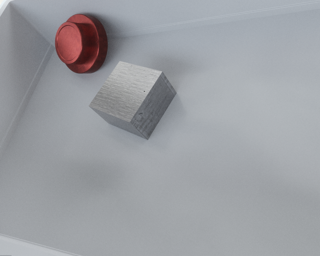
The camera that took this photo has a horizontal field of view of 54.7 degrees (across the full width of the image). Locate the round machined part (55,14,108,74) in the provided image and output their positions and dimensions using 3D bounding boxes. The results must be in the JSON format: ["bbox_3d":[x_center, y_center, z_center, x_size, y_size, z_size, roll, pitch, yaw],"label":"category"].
[{"bbox_3d":[-0.138,-0.141,0.519,0.098,0.042,0.097,7,102,35],"label":"round machined part"}]

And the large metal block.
[{"bbox_3d":[-0.037,-0.040,0.432,0.080,0.050,0.080,21,73,35],"label":"large metal block"}]
